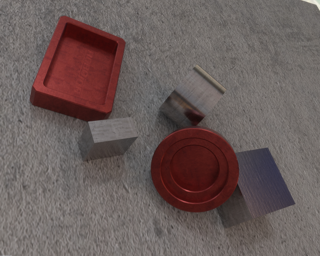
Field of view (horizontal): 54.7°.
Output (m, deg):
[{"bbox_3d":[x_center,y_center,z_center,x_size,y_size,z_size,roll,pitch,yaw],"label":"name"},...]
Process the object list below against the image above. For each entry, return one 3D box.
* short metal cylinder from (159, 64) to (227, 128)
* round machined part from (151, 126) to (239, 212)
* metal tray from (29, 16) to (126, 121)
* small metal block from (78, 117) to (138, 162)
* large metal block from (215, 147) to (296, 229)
[{"bbox_3d":[0.043,-0.039,0.418,0.050,0.080,0.080,41,51,-1],"label":"short metal cylinder"},{"bbox_3d":[0.041,0.045,0.366,0.098,0.098,0.042,43,12,1],"label":"round machined part"},{"bbox_3d":[-0.099,-0.075,0.393,0.091,0.030,0.130,18,55,-18],"label":"metal tray"},{"bbox_3d":[-0.060,0.013,0.349,0.050,0.050,0.025,-8,66,-32],"label":"small metal block"},{"bbox_3d":[0.114,0.076,0.403,0.081,0.050,0.080,-5,64,-33],"label":"large metal block"}]
